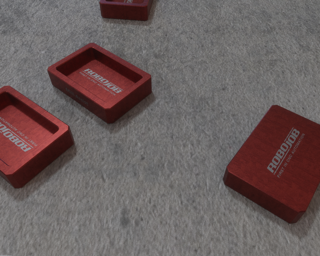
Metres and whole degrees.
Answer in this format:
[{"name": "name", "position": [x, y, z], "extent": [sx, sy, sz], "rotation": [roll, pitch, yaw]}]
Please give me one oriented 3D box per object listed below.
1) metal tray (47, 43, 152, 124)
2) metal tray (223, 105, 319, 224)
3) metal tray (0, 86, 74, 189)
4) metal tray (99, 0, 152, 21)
[{"name": "metal tray", "position": [-0.088, -0.071, 0.458], "extent": [0.130, 0.030, 0.090], "rotation": [33, 57, 24]}, {"name": "metal tray", "position": [0.147, 0.036, 0.371], "extent": [0.090, 0.030, 0.131], "rotation": [30, 56, 22]}, {"name": "metal tray", "position": [-0.187, 0.006, 0.392], "extent": [0.130, 0.030, 0.090], "rotation": [31, 56, 23]}, {"name": "metal tray", "position": [-0.061, -0.266, 0.622], "extent": [0.091, 0.030, 0.130], "rotation": [6, 50, 4]}]
